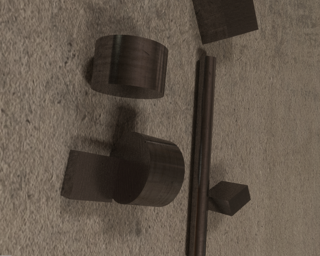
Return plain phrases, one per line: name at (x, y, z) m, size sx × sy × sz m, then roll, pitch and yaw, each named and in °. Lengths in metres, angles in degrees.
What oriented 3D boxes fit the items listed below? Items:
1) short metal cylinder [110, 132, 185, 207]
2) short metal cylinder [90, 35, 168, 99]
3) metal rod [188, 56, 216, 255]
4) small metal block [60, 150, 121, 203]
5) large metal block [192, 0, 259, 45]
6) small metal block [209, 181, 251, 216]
short metal cylinder at (-0.018, 0.048, 0.356) m, size 0.050 × 0.080 × 0.080 m, roll 17°, pitch 79°, yaw -39°
short metal cylinder at (-0.033, -0.064, 0.343) m, size 0.081 × 0.080 × 0.050 m, roll 9°, pitch 85°, yaw -40°
metal rod at (0.063, 0.043, 0.460) m, size 0.025 × 0.025 × 0.298 m, roll 6°, pitch 86°, yaw -40°
small metal block at (-0.076, 0.054, 0.343) m, size 0.050 × 0.025 × 0.050 m, roll 17°, pitch 79°, yaw -39°
large metal block at (0.100, -0.179, 0.475) m, size 0.081 × 0.050 × 0.080 m, roll -26°, pitch 106°, yaw -37°
small metal block at (0.102, 0.107, 0.477) m, size 0.050 × 0.050 × 0.025 m, roll -25°, pitch 106°, yaw -37°
